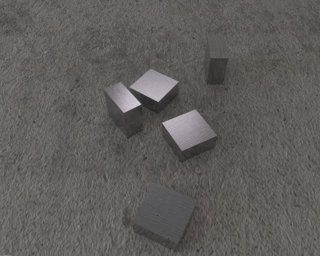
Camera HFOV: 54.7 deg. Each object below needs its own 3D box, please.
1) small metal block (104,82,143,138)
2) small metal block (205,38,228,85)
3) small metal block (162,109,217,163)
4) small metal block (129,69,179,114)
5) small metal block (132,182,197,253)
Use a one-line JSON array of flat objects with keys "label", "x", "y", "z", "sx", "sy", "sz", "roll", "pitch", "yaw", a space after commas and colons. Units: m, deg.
[{"label": "small metal block", "x": -0.047, "y": -0.023, "z": 0.406, "sx": 0.025, "sy": 0.050, "sz": 0.050, "roll": -29, "pitch": 56, "yaw": -22}, {"label": "small metal block", "x": 0.085, "y": -0.102, "z": 0.473, "sx": 0.025, "sy": 0.050, "sz": 0.050, "roll": 1, "pitch": 50, "yaw": 1}, {"label": "small metal block", "x": 0.036, "y": 0.009, "z": 0.395, "sx": 0.050, "sy": 0.025, "sz": 0.050, "roll": -22, "pitch": 54, "yaw": -18}, {"label": "small metal block", "x": -0.008, "y": -0.054, "z": 0.448, "sx": 0.050, "sy": 0.025, "sz": 0.050, "roll": 29, "pitch": 56, "yaw": 22}, {"label": "small metal block", "x": 0.005, "y": 0.093, "z": 0.325, "sx": 0.050, "sy": 0.025, "sz": 0.050, "roll": 21, "pitch": 53, "yaw": 16}]
